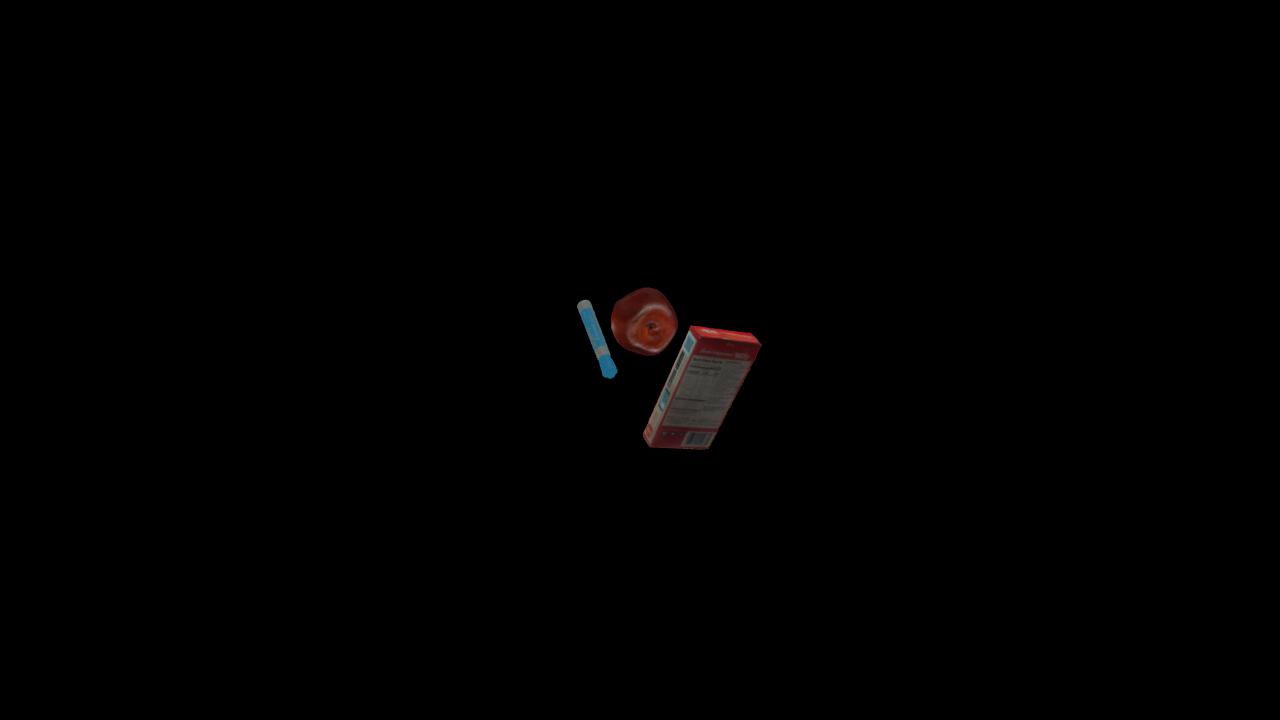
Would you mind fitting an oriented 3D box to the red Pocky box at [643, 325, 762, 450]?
[{"bbox_3d":[0.067,0.034,0.687,0.083,0.155,0.028,7,32,-26],"label":"red Pocky box"}]

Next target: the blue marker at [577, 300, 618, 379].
[{"bbox_3d":[-0.053,-0.026,0.759,0.020,0.121,0.020,-15,-35,-11],"label":"blue marker"}]

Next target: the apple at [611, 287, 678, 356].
[{"bbox_3d":[0.004,-0.047,0.724,0.079,0.079,0.093,0,14,-16],"label":"apple"}]
